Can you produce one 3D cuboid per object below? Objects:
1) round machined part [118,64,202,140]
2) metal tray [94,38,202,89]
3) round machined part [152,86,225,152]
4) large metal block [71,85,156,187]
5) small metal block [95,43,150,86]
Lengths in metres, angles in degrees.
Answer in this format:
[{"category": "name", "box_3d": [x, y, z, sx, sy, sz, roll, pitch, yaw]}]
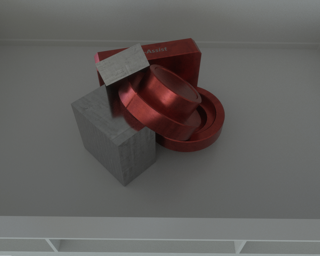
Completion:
[{"category": "round machined part", "box_3d": [0.007, -0.034, 0.346, 0.098, 0.042, 0.098, 30, 24, -15]}, {"category": "metal tray", "box_3d": [-0.015, -0.066, 0.415, 0.131, 0.089, 0.030, -12, 52, -10]}, {"category": "round machined part", "box_3d": [0.031, -0.008, 0.401, 0.099, 0.042, 0.098, 0, 50, 0]}, {"category": "large metal block", "box_3d": [-0.051, 0.008, 0.361, 0.050, 0.080, 0.080, -37, 59, -27]}, {"category": "small metal block", "box_3d": [-0.043, -0.070, 0.341, 0.050, 0.025, 0.050, -27, 16, -6]}]
